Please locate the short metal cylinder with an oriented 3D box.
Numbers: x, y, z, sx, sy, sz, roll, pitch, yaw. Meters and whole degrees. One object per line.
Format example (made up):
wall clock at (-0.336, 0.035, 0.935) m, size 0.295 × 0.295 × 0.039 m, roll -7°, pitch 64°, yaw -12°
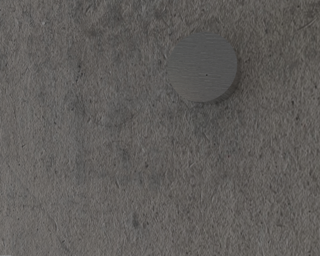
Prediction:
short metal cylinder at (0.055, -0.070, 0.376) m, size 0.080 × 0.050 × 0.080 m, roll 0°, pitch 90°, yaw 20°
